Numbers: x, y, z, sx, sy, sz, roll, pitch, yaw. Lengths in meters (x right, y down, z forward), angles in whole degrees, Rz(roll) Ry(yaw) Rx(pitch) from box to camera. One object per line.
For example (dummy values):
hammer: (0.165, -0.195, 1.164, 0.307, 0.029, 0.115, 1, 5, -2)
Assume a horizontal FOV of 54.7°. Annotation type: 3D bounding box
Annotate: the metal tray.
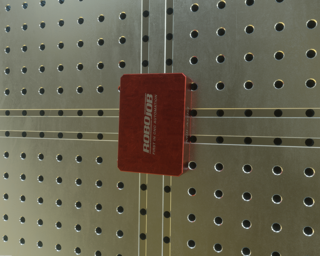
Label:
metal tray: (-0.008, -0.006, 0.411, 0.090, 0.030, 0.129, 2, 91, 19)
